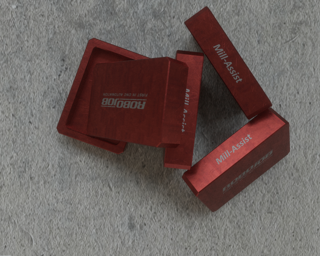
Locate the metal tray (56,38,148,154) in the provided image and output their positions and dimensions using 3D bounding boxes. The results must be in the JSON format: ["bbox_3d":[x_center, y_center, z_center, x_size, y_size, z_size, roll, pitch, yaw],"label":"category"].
[{"bbox_3d":[-0.069,-0.041,0.408,0.090,0.030,0.129,20,90,-1],"label":"metal tray"}]

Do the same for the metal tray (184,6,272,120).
[{"bbox_3d":[0.082,-0.076,0.377,0.030,0.090,0.130,-33,90,14],"label":"metal tray"}]

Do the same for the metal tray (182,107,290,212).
[{"bbox_3d":[0.098,0.043,0.380,0.130,0.090,0.030,-38,55,0],"label":"metal tray"}]

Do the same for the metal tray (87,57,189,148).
[{"bbox_3d":[-0.031,-0.030,0.354,0.130,0.030,0.089,7,90,44],"label":"metal tray"}]

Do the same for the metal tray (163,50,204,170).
[{"bbox_3d":[0.026,-0.020,0.379,0.030,0.090,0.129,6,91,0],"label":"metal tray"}]
